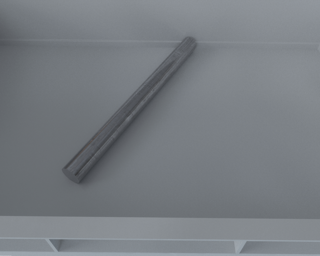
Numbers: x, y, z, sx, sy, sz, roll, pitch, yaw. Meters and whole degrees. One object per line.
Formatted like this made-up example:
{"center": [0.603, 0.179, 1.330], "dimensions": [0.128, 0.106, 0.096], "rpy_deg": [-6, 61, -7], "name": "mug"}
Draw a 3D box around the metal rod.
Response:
{"center": [-0.026, -0.044, 0.441], "dimensions": [0.025, 0.025, 0.301], "rpy_deg": [25, 54, 19], "name": "metal rod"}
